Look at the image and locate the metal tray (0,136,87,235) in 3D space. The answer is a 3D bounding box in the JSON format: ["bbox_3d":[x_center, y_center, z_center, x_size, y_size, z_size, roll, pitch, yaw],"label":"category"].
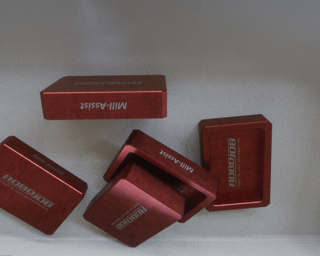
[{"bbox_3d":[-0.182,0.083,0.437,0.130,0.030,0.090,37,106,-13],"label":"metal tray"}]

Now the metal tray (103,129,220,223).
[{"bbox_3d":[0.000,0.067,0.409,0.130,0.030,0.089,31,132,-7],"label":"metal tray"}]

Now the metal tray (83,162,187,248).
[{"bbox_3d":[-0.037,0.108,0.416,0.090,0.030,0.129,35,131,-10],"label":"metal tray"}]

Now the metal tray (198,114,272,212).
[{"bbox_3d":[0.104,0.050,0.428,0.091,0.030,0.129,-6,110,1],"label":"metal tray"}]

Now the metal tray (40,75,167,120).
[{"bbox_3d":[-0.058,-0.038,0.361,0.131,0.090,0.030,-1,110,0],"label":"metal tray"}]
